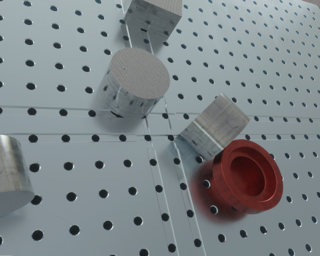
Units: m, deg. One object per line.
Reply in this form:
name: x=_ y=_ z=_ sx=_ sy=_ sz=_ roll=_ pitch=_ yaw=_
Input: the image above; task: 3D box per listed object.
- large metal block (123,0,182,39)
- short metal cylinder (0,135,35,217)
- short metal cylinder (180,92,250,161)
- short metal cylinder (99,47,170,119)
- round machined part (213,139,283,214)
large metal block: x=-0.011 y=-0.207 z=0.512 sx=0.081 sy=0.050 sz=0.080 roll=16 pitch=55 yaw=-19
short metal cylinder: x=-0.154 y=0.046 z=0.261 sx=0.081 sy=0.080 sz=0.050 roll=-12 pitch=68 yaw=-33
short metal cylinder: x=0.072 y=-0.002 z=0.413 sx=0.050 sy=0.080 sz=0.080 roll=45 pitch=51 yaw=3
short metal cylinder: x=-0.034 y=-0.059 z=0.410 sx=0.081 sy=0.050 sz=0.080 roll=14 pitch=56 yaw=-21
round machined part: x=0.112 y=0.067 z=0.416 sx=0.099 sy=0.042 sz=0.098 roll=14 pitch=56 yaw=-21
